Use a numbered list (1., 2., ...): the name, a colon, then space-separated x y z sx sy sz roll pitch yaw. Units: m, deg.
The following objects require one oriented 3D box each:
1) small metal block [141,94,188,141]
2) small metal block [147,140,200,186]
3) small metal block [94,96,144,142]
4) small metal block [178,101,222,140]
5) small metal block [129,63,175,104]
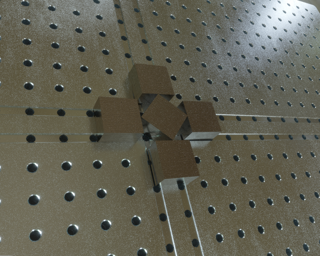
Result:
1. small metal block: 0.002 -0.010 0.416 0.050 0.025 0.050 36 51 -5
2. small metal block: 0.017 0.043 0.392 0.050 0.025 0.050 0 62 -29
3. small metal block: -0.052 -0.010 0.387 0.050 0.025 0.050 1 61 -28
4. small metal block: 0.055 -0.011 0.446 0.050 0.025 0.050 0 62 -29
5. small metal block: -0.012 -0.062 0.441 0.050 0.025 0.050 -1 62 -29
